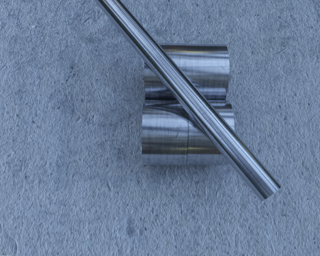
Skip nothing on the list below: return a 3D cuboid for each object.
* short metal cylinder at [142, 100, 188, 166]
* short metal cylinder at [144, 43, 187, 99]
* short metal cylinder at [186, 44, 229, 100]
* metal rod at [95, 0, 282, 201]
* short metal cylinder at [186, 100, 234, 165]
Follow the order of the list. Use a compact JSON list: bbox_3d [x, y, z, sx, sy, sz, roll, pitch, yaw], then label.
[{"bbox_3d":[0.006,0.005,0.378,0.050,0.080,0.080,1,70,0],"label":"short metal cylinder"},{"bbox_3d":[0.007,-0.070,0.406,0.050,0.080,0.080,1,70,0],"label":"short metal cylinder"},{"bbox_3d":[0.057,-0.069,0.406,0.050,0.080,0.080,1,70,0],"label":"short metal cylinder"},{"bbox_3d":[0.020,-0.049,0.342,0.025,0.025,0.300,-35,74,-12],"label":"metal rod"},{"bbox_3d":[0.057,0.005,0.379,0.050,0.080,0.080,1,70,0],"label":"short metal cylinder"}]
